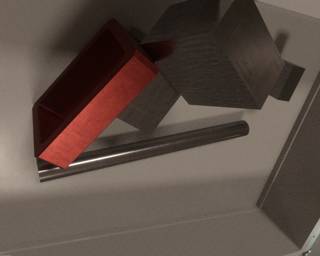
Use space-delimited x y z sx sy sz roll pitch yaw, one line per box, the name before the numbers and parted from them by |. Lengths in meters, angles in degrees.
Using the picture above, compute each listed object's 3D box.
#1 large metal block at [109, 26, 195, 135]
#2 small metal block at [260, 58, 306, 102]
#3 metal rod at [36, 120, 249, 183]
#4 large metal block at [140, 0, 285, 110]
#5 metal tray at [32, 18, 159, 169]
large metal block | -0.020 -0.052 0.331 0.050 0.080 0.080 30 101 -39
small metal block | 0.169 -0.072 0.443 0.025 0.050 0.050 5 116 -31
metal rod | -0.006 0.026 0.423 0.303 0.025 0.025 -11 123 -23
large metal block | 0.044 -0.062 0.262 0.080 0.080 0.050 46 67 -34
metal tray | -0.069 -0.035 0.297 0.130 0.090 0.030 -44 130 12
